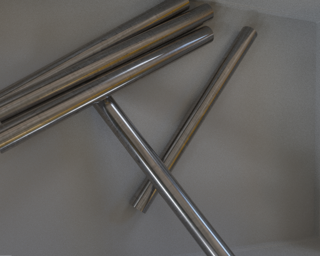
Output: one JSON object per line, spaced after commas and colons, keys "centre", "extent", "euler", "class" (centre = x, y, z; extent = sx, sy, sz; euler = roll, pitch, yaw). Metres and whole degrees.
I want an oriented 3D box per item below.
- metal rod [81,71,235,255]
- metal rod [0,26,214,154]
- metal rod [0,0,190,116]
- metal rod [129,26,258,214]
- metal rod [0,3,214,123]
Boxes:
{"centre": [-0.001, 0.055, 0.357], "extent": [0.025, 0.025, 0.300], "euler": [-36, 82, -17], "class": "metal rod"}
{"centre": [-0.045, -0.059, 0.363], "extent": [0.302, 0.025, 0.025], "euler": [-33, 101, -28], "class": "metal rod"}
{"centre": [-0.086, -0.090, 0.378], "extent": [0.301, 0.025, 0.025], "euler": [-35, 102, -17], "class": "metal rod"}
{"centre": [0.052, -0.019, 0.429], "extent": [0.025, 0.025, 0.300], "euler": [37, 78, -17], "class": "metal rod"}
{"centre": [-0.049, -0.087, 0.372], "extent": [0.302, 0.025, 0.025], "euler": [-33, 101, -25], "class": "metal rod"}
